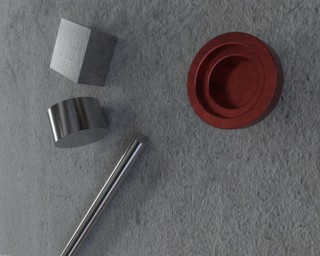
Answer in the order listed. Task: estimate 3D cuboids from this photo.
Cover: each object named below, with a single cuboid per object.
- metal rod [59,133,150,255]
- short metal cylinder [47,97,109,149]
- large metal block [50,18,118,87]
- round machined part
[{"bbox_3d":[-0.099,0.128,0.483,0.025,0.025,0.298,48,118,29],"label":"metal rod"},{"bbox_3d":[-0.124,-0.007,0.468,0.080,0.081,0.050,-30,72,36],"label":"short metal cylinder"},{"bbox_3d":[-0.121,-0.118,0.486,0.080,0.050,0.079,30,109,35],"label":"large metal block"},{"bbox_3d":[0.081,-0.047,0.326,0.098,0.042,0.097,0,90,39],"label":"round machined part"}]
